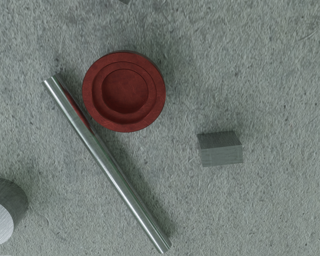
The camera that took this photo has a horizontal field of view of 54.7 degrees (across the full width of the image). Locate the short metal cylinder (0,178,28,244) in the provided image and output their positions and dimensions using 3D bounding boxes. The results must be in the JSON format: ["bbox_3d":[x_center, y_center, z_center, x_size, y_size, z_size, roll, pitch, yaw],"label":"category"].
[{"bbox_3d":[-0.237,0.118,0.438,0.081,0.050,0.079,0,110,0],"label":"short metal cylinder"}]

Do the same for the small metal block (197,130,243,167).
[{"bbox_3d":[0.077,0.026,0.407,0.050,0.050,0.025,-7,110,2],"label":"small metal block"}]

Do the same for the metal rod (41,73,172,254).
[{"bbox_3d":[-0.065,0.060,0.431,0.025,0.025,0.299,-27,108,9],"label":"metal rod"}]

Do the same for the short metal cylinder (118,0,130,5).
[{"bbox_3d":[-0.058,-0.170,0.317,0.080,0.080,0.050,27,108,-10],"label":"short metal cylinder"}]

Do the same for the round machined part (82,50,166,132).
[{"bbox_3d":[-0.042,-0.047,0.383,0.099,0.042,0.097,0,110,0],"label":"round machined part"}]
